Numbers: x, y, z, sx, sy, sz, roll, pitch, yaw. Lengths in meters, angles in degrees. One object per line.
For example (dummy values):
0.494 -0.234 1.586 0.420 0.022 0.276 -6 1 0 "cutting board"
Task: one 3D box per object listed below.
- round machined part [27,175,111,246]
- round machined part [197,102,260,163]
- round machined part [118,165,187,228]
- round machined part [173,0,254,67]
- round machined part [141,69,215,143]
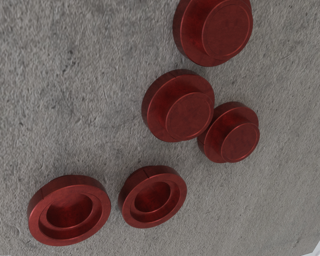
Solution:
-0.116 0.099 0.393 0.099 0.042 0.097 -14 124 -21 "round machined part"
0.109 0.013 0.463 0.099 0.042 0.097 -14 124 -21 "round machined part"
-0.014 0.093 0.446 0.099 0.042 0.097 -14 124 -21 "round machined part"
0.068 -0.117 0.360 0.099 0.042 0.097 -14 124 -21 "round machined part"
0.029 -0.022 0.398 0.099 0.042 0.097 -14 124 -21 "round machined part"
